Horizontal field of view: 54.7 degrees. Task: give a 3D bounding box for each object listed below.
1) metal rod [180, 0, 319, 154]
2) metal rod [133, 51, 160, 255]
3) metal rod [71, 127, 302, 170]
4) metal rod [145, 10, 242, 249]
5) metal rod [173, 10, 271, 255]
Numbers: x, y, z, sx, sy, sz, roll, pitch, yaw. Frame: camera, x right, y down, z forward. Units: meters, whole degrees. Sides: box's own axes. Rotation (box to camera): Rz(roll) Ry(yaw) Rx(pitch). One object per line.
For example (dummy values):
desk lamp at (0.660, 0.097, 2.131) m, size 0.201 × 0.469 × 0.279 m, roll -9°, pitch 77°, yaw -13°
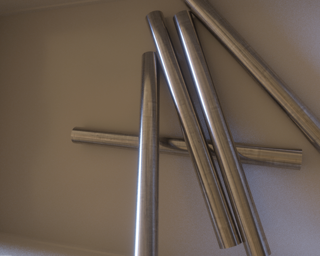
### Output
metal rod at (0.126, -0.058, 0.366) m, size 0.025 × 0.025 × 0.300 m, roll -42°, pitch 77°, yaw 15°
metal rod at (-0.013, 0.041, 0.353) m, size 0.025 × 0.025 × 0.299 m, roll -9°, pitch 64°, yaw 19°
metal rod at (0.019, 0.023, 0.403) m, size 0.301 × 0.025 × 0.025 m, roll 5°, pitch 92°, yaw 19°
metal rod at (0.035, -0.010, 0.375) m, size 0.025 × 0.025 × 0.299 m, roll -22°, pitch 75°, yaw 18°
metal rod at (0.067, -0.005, 0.364) m, size 0.025 × 0.025 × 0.299 m, roll -20°, pitch 75°, yaw 18°
